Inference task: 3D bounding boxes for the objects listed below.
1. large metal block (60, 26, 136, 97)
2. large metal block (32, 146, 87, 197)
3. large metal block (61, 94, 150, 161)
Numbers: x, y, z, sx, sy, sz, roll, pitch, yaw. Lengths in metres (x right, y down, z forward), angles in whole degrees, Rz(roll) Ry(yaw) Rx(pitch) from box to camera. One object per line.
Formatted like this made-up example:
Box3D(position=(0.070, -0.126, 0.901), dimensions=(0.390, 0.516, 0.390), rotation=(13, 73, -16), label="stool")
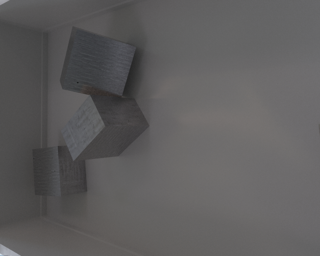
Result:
Box3D(position=(-0.089, -0.090, 0.436), dimensions=(0.050, 0.081, 0.079), rotation=(45, 120, 60), label="large metal block")
Box3D(position=(-0.174, 0.073, 0.534), dimensions=(0.080, 0.050, 0.080), rotation=(-8, 85, 39), label="large metal block")
Box3D(position=(-0.077, 0.001, 0.434), dimensions=(0.080, 0.081, 0.050), rotation=(-43, 64, 31), label="large metal block")
